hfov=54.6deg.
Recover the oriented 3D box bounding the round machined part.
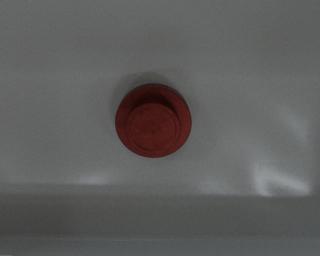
[{"bbox_3d":[-0.008,-0.005,0.397,0.099,0.042,0.097,0,110,0],"label":"round machined part"}]
